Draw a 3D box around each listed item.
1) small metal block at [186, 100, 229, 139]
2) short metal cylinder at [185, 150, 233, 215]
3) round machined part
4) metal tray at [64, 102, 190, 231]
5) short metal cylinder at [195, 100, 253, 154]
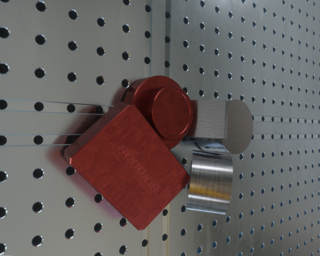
[{"bbox_3d":[0.065,-0.011,0.419,0.025,0.050,0.050,13,80,-68],"label":"small metal block"},{"bbox_3d":[0.064,0.072,0.415,0.050,0.080,0.080,7,84,4],"label":"short metal cylinder"},{"bbox_3d":[0.004,-0.019,0.396,0.099,0.042,0.097,0,90,-40],"label":"round machined part"},{"bbox_3d":[-0.033,0.045,0.359,0.090,0.030,0.130,-44,118,-14],"label":"metal tray"},{"bbox_3d":[0.096,-0.002,0.470,0.081,0.050,0.079,0,90,-40],"label":"short metal cylinder"}]
